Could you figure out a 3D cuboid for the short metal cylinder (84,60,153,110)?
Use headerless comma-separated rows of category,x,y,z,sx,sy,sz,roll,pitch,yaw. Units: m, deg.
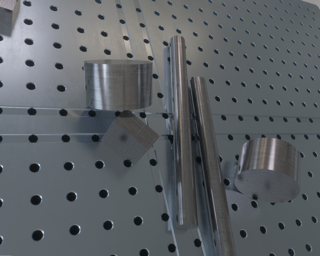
short metal cylinder,-0.049,-0.054,0.371,0.081,0.080,0.050,-9,109,-32

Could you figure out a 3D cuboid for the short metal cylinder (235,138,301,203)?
short metal cylinder,0.145,0.058,0.415,0.080,0.080,0.050,29,52,-10

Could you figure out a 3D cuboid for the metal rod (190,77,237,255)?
metal rod,0.069,0.058,0.409,0.025,0.025,0.299,10,58,-23

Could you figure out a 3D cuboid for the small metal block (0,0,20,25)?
small metal block,-0.210,-0.166,0.396,0.050,0.025,0.050,13,56,-21

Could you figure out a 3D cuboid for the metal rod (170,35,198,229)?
metal rod,0.030,-0.015,0.433,0.025,0.025,0.299,13,56,-21

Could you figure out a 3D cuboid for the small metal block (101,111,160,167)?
small metal block,-0.036,0.012,0.365,0.050,0.050,0.025,40,51,-1
